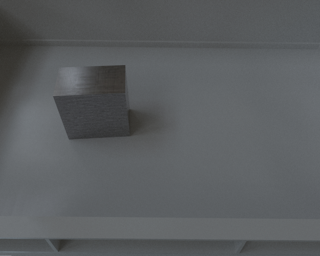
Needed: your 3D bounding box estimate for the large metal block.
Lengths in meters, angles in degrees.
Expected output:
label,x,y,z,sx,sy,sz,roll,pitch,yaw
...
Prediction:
label,x,y,z,sx,sy,sz,roll,pitch,yaw
large metal block,-0.081,-0.031,0.395,0.081,0.080,0.050,-3,50,-3
